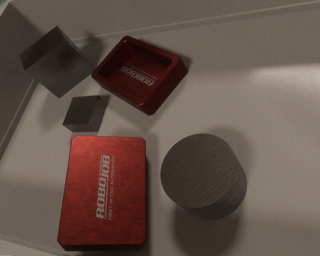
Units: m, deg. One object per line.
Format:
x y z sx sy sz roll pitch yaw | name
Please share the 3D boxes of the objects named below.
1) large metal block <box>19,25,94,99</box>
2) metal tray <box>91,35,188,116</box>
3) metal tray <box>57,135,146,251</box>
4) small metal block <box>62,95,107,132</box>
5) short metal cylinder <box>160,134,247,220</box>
-0.173 -0.110 0.526 0.080 0.080 0.050 -38 51 3 | large metal block
-0.034 -0.084 0.470 0.130 0.030 0.090 32 79 37 | metal tray
-0.063 0.073 0.362 0.091 0.030 0.130 2 58 -6 | metal tray
-0.115 -0.021 0.477 0.050 0.025 0.050 -1 61 27 | small metal block
0.047 0.053 0.332 0.080 0.050 0.080 -13 56 20 | short metal cylinder
